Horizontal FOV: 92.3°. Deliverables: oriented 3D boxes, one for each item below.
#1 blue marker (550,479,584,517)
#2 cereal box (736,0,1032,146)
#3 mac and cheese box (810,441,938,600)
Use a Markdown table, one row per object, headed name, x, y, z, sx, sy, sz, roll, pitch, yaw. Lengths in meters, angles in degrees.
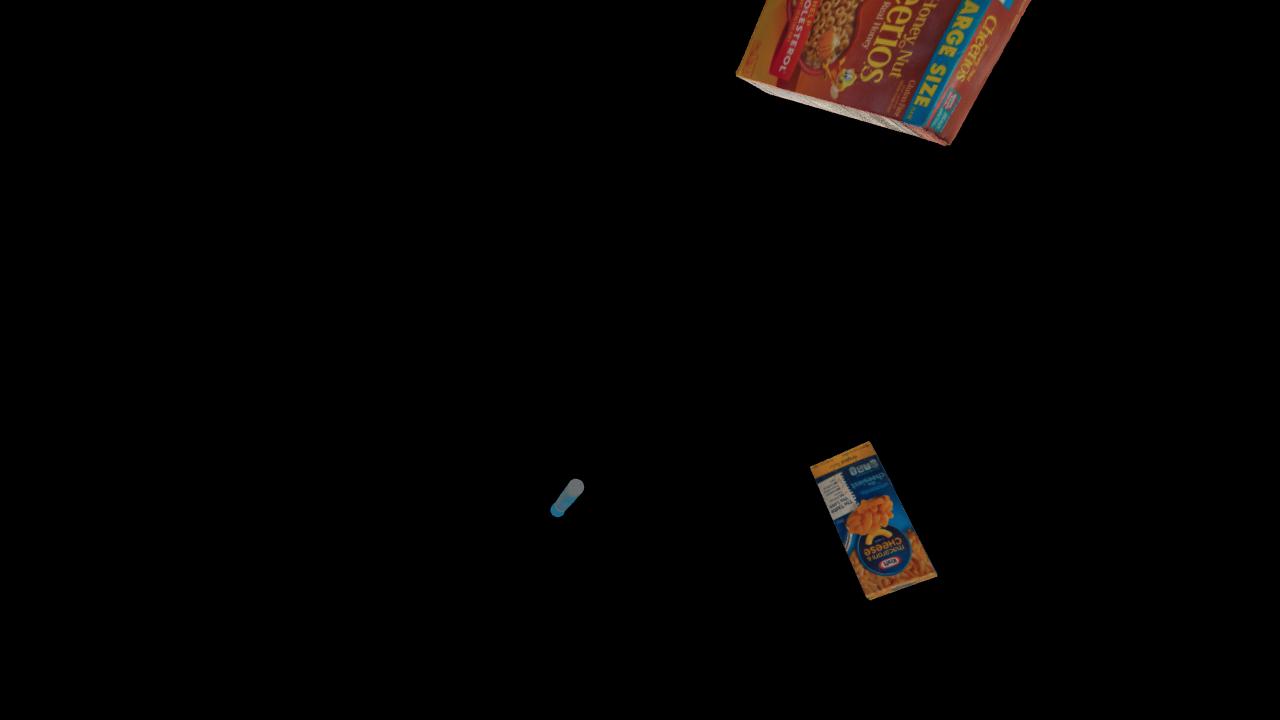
| name | x | y | z | sx | sy | sz | roll | pitch | yaw |
| --- | --- | --- | --- | --- | --- | --- | --- | --- | --- |
| blue marker | -0.090 | 0.170 | 0.750 | 0.020 | 0.020 | 0.121 | 0 | -26 | -19 |
| cereal box | 0.270 | -0.393 | 0.714 | 0.081 | 0.203 | 0.306 | 6 | 26 | -40 |
| mac and cheese box | 0.307 | 0.211 | 0.821 | 0.093 | 0.184 | 0.041 | -27 | -34 | 14 |
